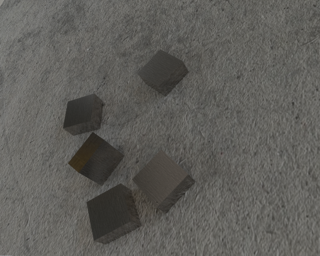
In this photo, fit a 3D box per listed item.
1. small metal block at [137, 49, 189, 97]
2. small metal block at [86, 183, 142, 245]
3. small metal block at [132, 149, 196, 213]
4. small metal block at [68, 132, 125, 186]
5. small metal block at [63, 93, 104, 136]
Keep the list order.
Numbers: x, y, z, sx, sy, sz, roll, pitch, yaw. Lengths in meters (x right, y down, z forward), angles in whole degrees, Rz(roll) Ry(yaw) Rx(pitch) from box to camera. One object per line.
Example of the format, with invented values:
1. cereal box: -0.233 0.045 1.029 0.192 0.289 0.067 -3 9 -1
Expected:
1. small metal block: 0.004 -0.081 0.451 0.050 0.025 0.050 -48 51 -5
2. small metal block: -0.056 0.103 0.370 0.050 0.025 0.050 -30 52 9
3. small metal block: 0.004 0.062 0.364 0.050 0.025 0.050 -46 51 -4
4. small metal block: -0.082 0.041 0.406 0.025 0.050 0.050 29 78 37
5. small metal block: -0.118 -0.020 0.478 0.050 0.025 0.050 -14 56 20
